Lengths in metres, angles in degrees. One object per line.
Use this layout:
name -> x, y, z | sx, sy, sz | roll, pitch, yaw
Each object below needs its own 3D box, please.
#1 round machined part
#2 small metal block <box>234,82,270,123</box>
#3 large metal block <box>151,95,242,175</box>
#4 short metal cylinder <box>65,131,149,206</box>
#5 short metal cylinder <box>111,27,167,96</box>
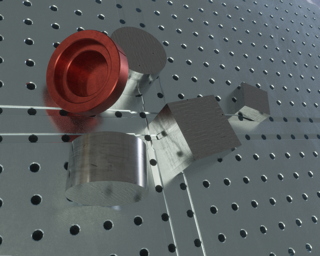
round machined part -> -0.081, -0.062, 0.368 | 0.098, 0.098, 0.042 | 64, 14, 17
small metal block -> 0.153, -0.043, 0.516 | 0.050, 0.025, 0.050 | 18, 55, -18
large metal block -> 0.047, 0.007, 0.413 | 0.081, 0.050, 0.080 | -14, 69, -34
short metal cylinder -> -0.053, 0.044, 0.317 | 0.081, 0.080, 0.050 | 10, 58, -23
short metal cylinder -> -0.038, -0.092, 0.428 | 0.081, 0.050, 0.080 | 14, 56, -21
